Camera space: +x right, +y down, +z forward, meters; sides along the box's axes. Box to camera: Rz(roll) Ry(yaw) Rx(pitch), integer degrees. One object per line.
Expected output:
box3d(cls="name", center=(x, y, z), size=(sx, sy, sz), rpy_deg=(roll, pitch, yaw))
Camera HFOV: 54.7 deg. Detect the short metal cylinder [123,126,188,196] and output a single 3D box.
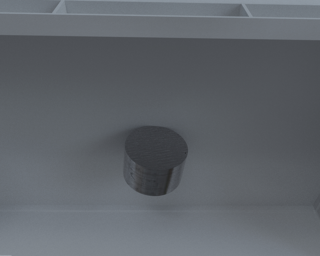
box3d(cls="short metal cylinder", center=(-0.007, 0.042, 0.409), size=(0.081, 0.080, 0.050), rpy_deg=(5, 130, -5))
